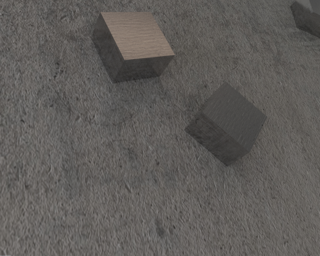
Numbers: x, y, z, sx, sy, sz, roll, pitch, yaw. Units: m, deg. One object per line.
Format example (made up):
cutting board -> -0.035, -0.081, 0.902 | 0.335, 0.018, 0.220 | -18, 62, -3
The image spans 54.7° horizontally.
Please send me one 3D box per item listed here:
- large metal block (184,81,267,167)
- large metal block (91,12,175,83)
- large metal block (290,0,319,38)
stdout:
large metal block -> 0.095, -0.007, 0.443 | 0.080, 0.050, 0.080 | 41, 51, -1
large metal block -> -0.039, -0.115, 0.437 | 0.081, 0.050, 0.080 | -15, 70, -34
large metal block -> 0.377, -0.277, 0.759 | 0.081, 0.050, 0.080 | 15, 56, -20
